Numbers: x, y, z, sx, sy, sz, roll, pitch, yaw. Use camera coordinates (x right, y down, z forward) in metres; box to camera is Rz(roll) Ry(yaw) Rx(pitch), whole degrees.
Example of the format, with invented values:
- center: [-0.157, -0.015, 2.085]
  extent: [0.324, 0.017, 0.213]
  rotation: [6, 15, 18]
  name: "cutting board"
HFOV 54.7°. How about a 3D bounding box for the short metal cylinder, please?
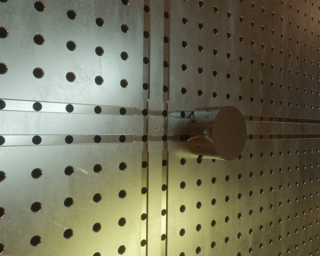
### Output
- center: [0.086, 0.007, 0.468]
  extent: [0.081, 0.050, 0.079]
  rotation: [0, 90, -40]
  name: "short metal cylinder"
